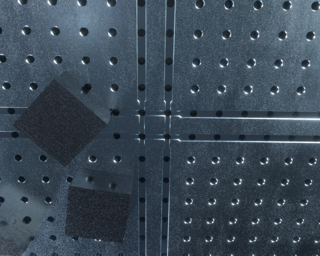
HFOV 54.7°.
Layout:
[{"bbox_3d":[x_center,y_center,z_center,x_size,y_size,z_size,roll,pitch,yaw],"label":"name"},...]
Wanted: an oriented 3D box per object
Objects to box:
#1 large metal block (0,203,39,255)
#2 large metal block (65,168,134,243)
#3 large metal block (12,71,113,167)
[{"bbox_3d":[-0.246,0.167,0.458,0.080,0.050,0.080,40,105,-14],"label":"large metal block"},{"bbox_3d":[-0.085,0.109,0.439,0.081,0.050,0.079,9,110,-4],"label":"large metal block"},{"bbox_3d":[-0.120,-0.012,0.394,0.080,0.050,0.080,43,104,-15],"label":"large metal block"}]
